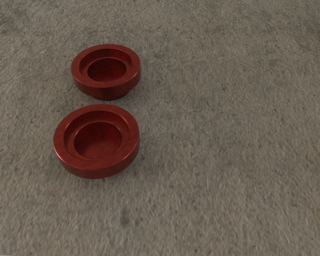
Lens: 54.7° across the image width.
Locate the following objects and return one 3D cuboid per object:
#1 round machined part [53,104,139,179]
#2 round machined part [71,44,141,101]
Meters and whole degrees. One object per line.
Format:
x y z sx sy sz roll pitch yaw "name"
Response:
-0.074 0.020 0.375 0.099 0.042 0.098 0 50 0 "round machined part"
-0.077 -0.078 0.457 0.099 0.042 0.098 0 50 0 "round machined part"
